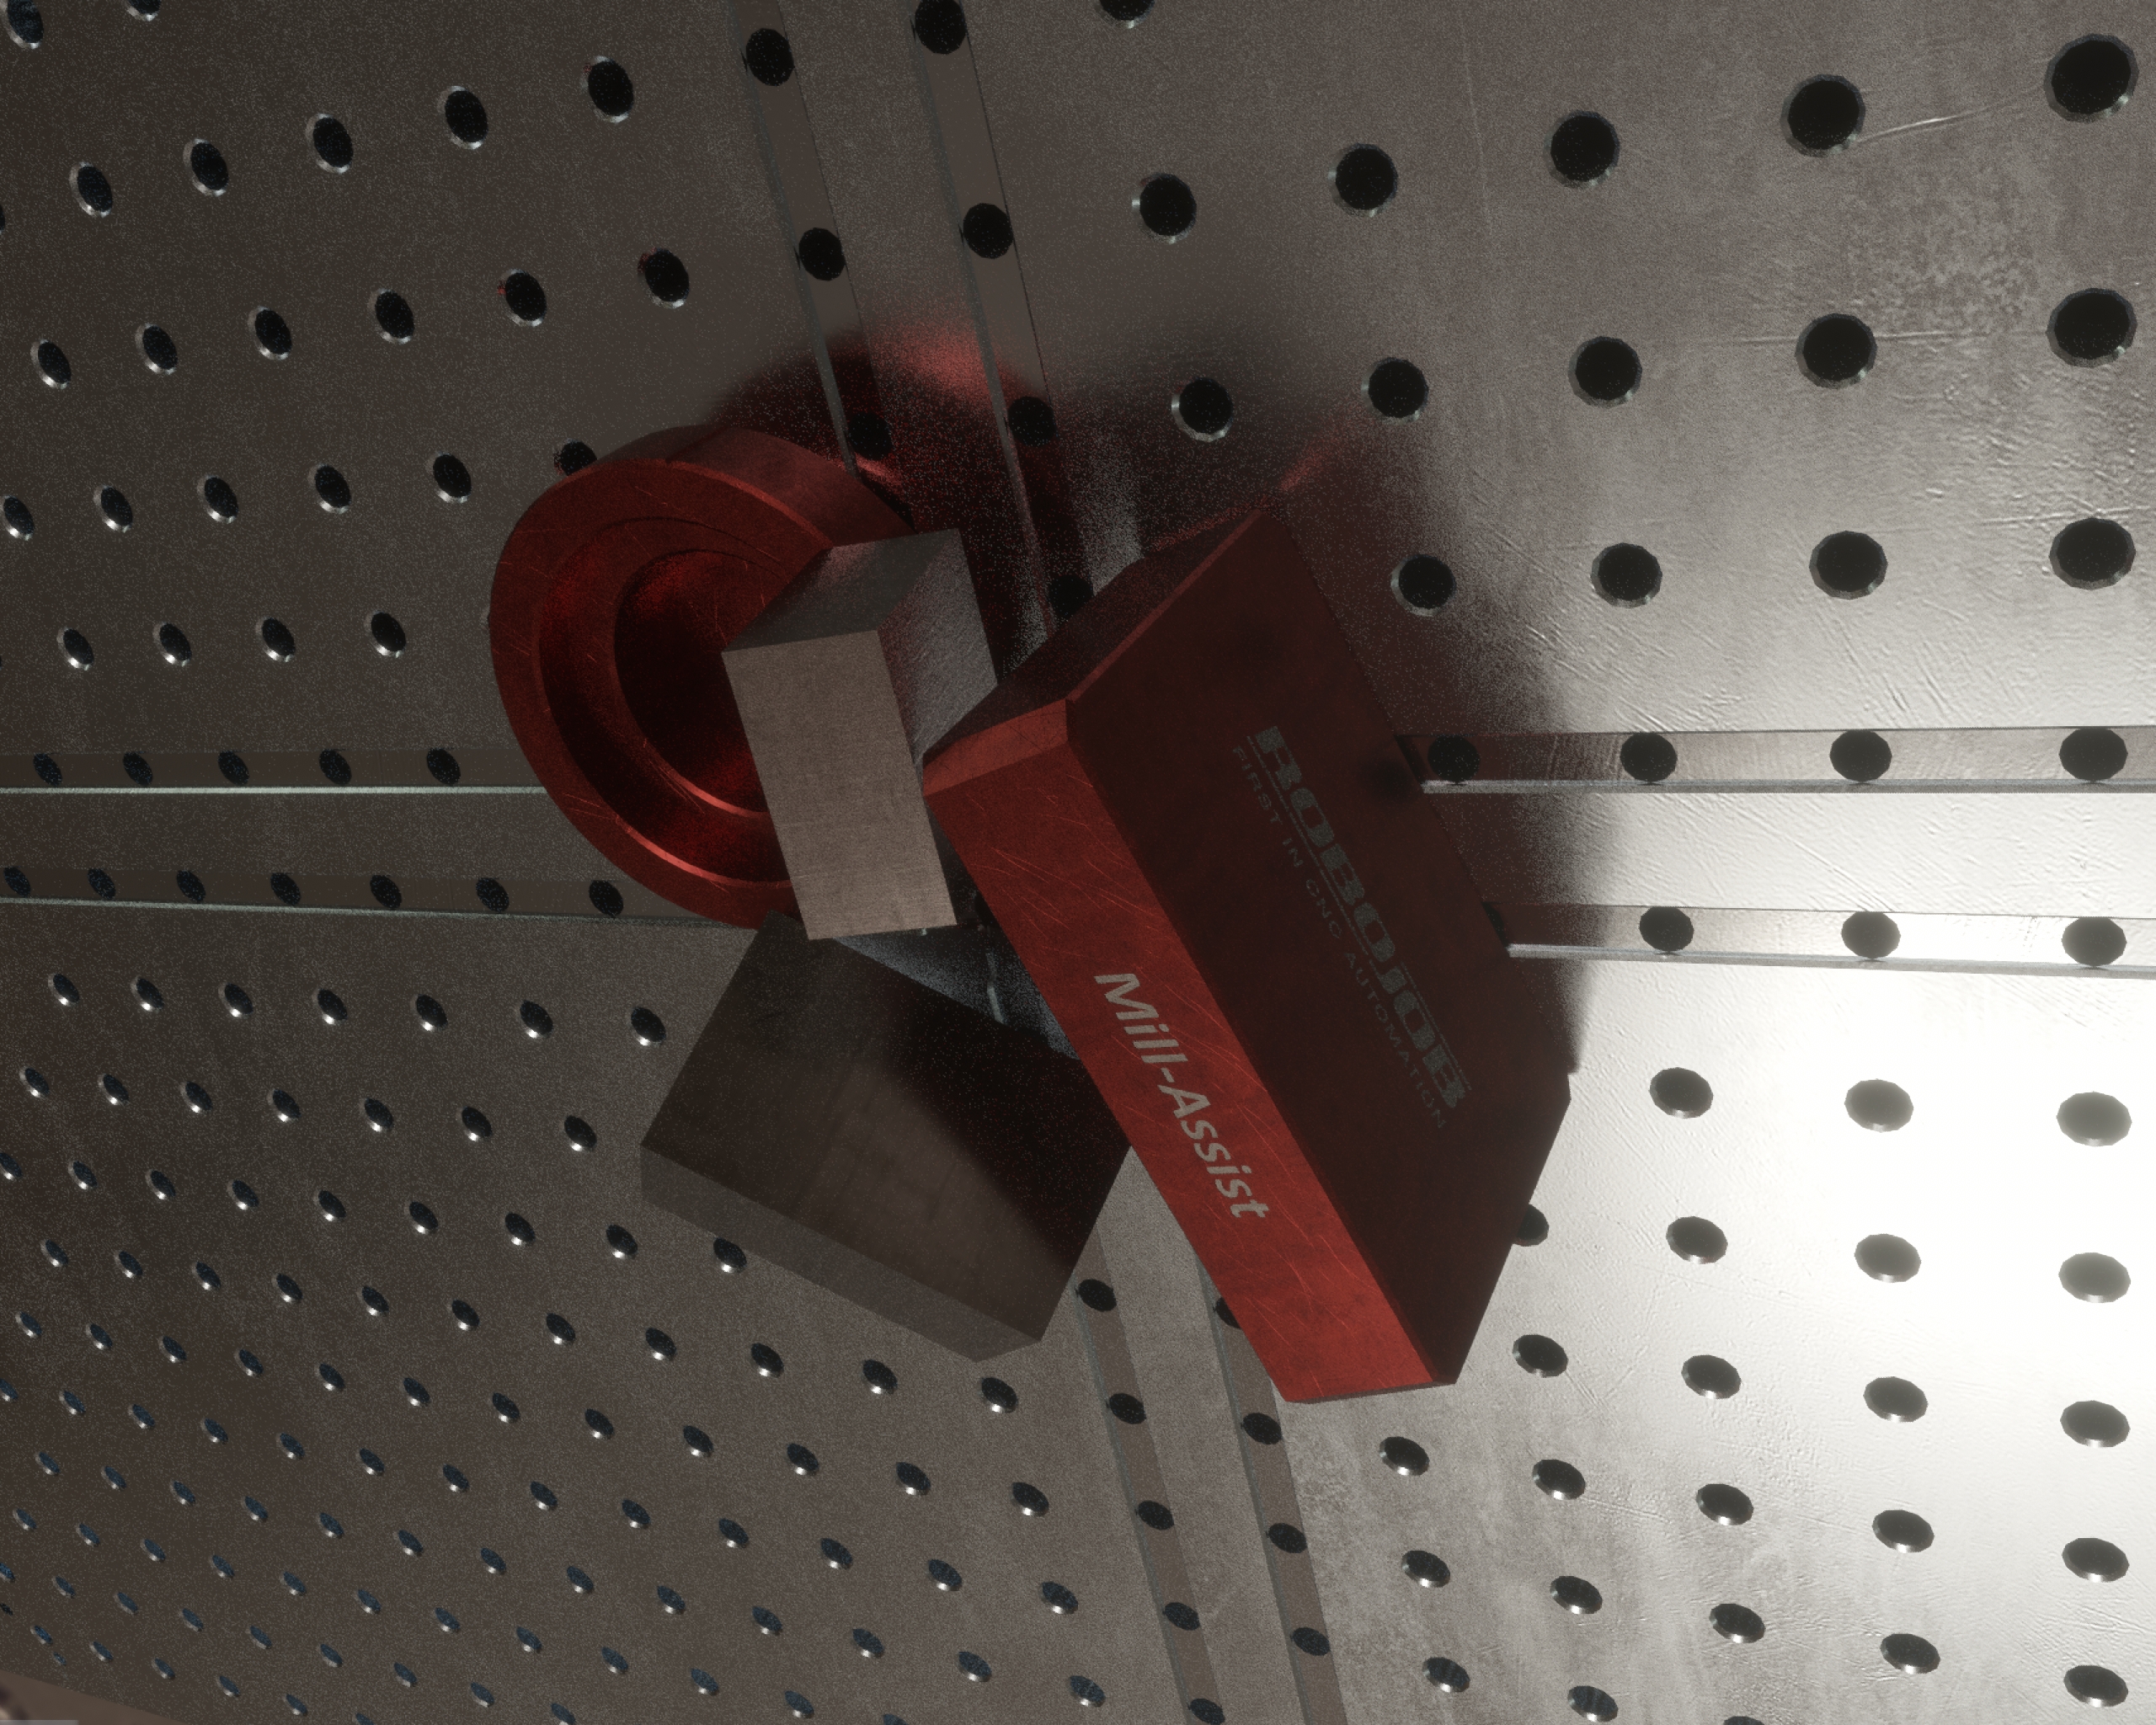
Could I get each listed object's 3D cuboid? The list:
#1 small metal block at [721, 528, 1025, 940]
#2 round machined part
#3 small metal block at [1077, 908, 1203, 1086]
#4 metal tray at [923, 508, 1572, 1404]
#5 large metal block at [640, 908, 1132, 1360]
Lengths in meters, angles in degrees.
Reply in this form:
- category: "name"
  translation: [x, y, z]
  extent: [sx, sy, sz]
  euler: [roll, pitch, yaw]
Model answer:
- category: "small metal block"
  translation: [-0.032, -0.022, 0.344]
  extent: [0.025, 0.050, 0.050]
  euler: [-7, 115, 15]
- category: "round machined part"
  translation: [-0.061, -0.039, 0.406]
  extent: [0.098, 0.042, 0.097]
  euler: [13, 124, 20]
- category: "small metal block"
  translation: [0.028, 0.030, 0.407]
  extent: [0.050, 0.025, 0.050]
  euler: [19, 131, 30]
- category: "metal tray"
  translation: [0.035, 0.015, 0.359]
  extent: [0.030, 0.090, 0.130]
  euler: [-19, 109, 35]
- category: "large metal block"
  translation: [-0.040, 0.059, 0.421]
  extent: [0.080, 0.050, 0.080]
  euler: [27, 161, -3]
